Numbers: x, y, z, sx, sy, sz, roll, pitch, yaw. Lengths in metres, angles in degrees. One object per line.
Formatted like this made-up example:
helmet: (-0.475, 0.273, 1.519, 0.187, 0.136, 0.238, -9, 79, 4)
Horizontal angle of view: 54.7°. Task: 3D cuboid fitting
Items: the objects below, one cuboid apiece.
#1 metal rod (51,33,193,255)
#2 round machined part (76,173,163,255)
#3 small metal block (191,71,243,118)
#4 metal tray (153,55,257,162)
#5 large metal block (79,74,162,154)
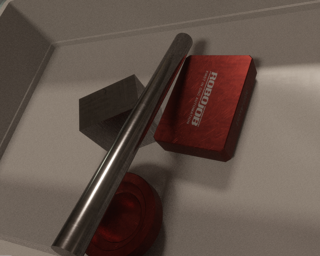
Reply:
metal rod: (-0.019, -0.011, 0.325, 0.025, 0.025, 0.301, 1, 45, 28)
round machined part: (-0.041, 0.103, 0.351, 0.098, 0.042, 0.098, -13, 54, 19)
small metal block: (0.075, -0.043, 0.392, 0.050, 0.025, 0.050, 14, 68, 33)
metal tray: (0.057, -0.029, 0.380, 0.090, 0.030, 0.130, 9, 66, 32)
large metal block: (-0.046, -0.012, 0.401, 0.080, 0.080, 0.050, -22, 54, 15)
